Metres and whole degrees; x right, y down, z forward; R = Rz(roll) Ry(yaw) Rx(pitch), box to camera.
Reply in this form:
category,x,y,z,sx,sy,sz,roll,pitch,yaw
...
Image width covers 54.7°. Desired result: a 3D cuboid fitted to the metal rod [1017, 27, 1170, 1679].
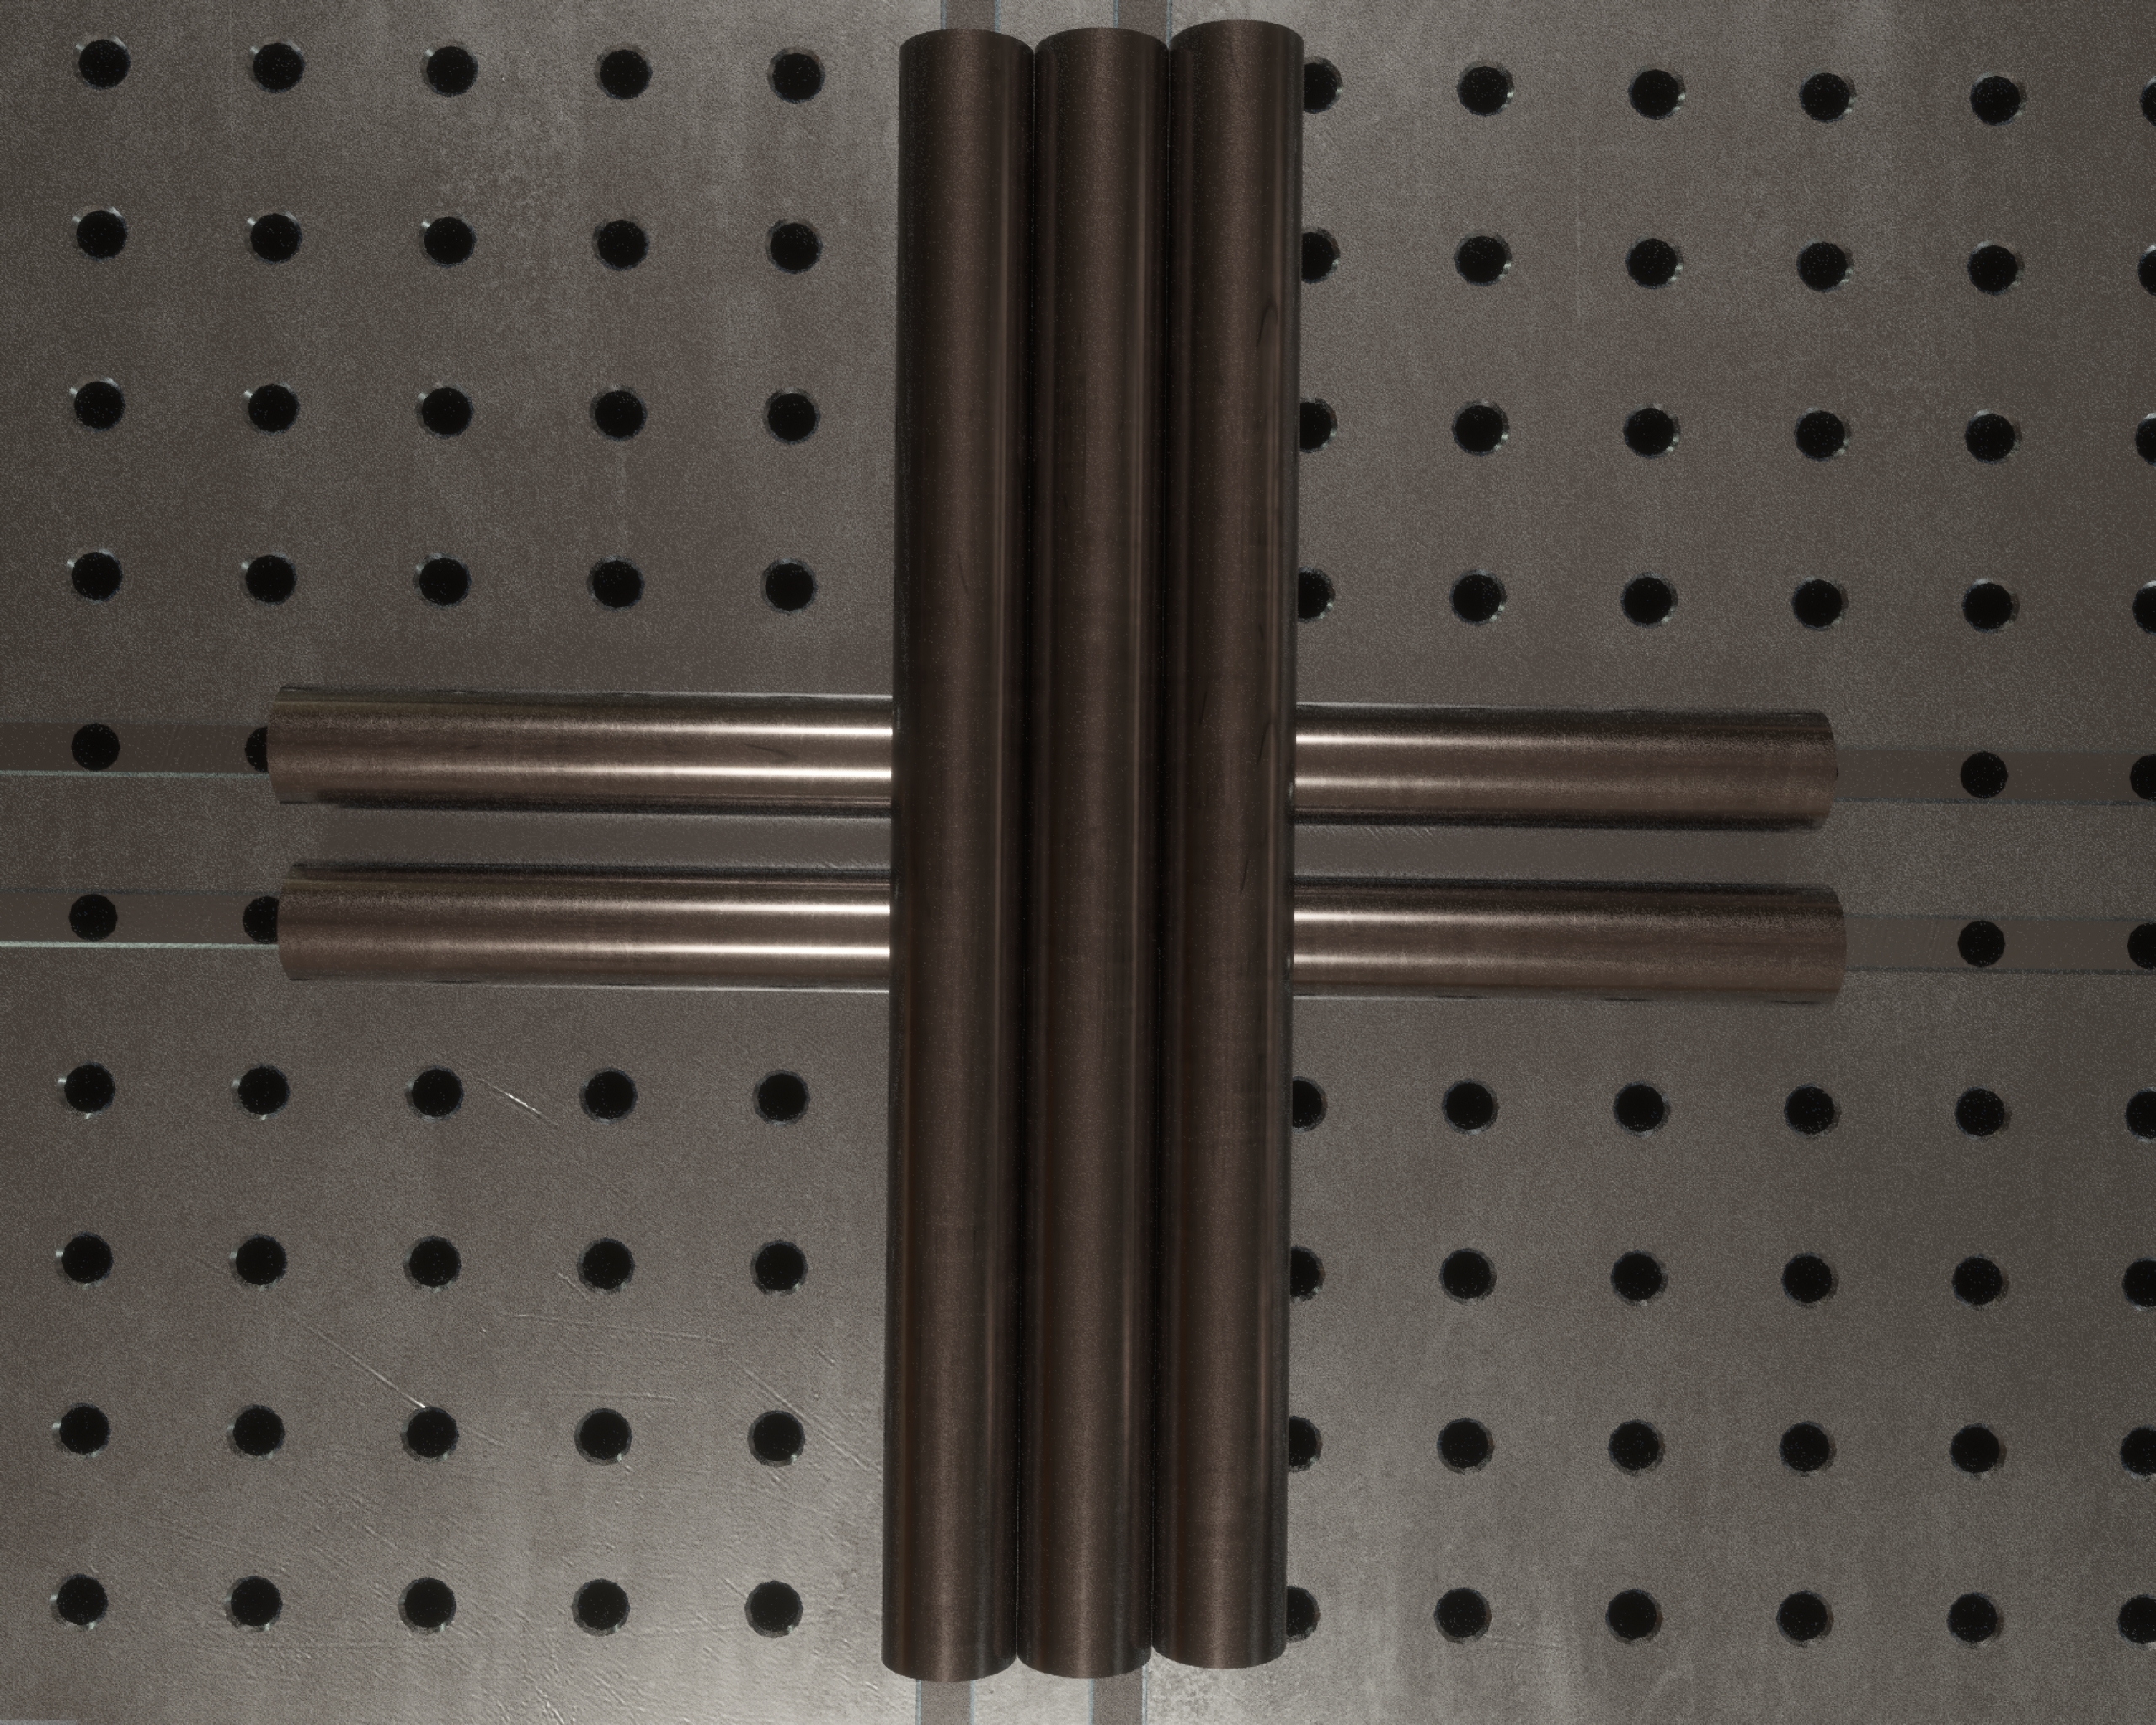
category,x,y,z,sx,sy,sz,roll,pitch,yaw
metal rod,0.003,-0.002,0.389,0.025,0.025,0.298,1,90,-1

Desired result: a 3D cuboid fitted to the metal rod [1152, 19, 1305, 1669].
category,x,y,z,sx,sy,sz,roll,pitch,yaw
metal rod,0.028,-0.003,0.389,0.025,0.025,0.298,1,90,-1

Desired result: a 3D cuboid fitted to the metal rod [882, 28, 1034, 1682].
category,x,y,z,sx,sy,sz,roll,pitch,yaw
metal rod,-0.022,-0.001,0.388,0.025,0.025,0.298,1,90,-1

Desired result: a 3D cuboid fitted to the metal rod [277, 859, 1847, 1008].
category,x,y,z,sx,sy,sz,roll,pitch,yaw
metal rod,-0.002,0.014,0.414,0.302,0.025,0.025,1,90,-1

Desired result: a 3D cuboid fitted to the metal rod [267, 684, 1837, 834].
category,x,y,z,sx,sy,sz,roll,pitch,yaw
metal rod,-0.004,-0.021,0.413,0.302,0.025,0.025,1,90,-1
